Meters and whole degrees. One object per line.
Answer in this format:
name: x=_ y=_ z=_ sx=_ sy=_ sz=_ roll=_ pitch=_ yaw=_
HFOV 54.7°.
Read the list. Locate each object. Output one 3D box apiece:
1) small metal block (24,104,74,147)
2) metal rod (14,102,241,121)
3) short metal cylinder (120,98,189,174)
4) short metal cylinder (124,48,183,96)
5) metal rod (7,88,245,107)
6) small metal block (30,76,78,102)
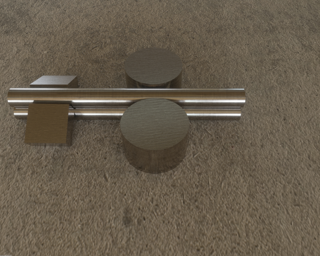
small metal block: x=-0.139 y=-0.003 z=0.393 sx=0.050 sy=0.025 sz=0.050 roll=1 pitch=77 yaw=0
metal rod: x=-0.043 y=-0.023 z=0.424 sx=0.302 sy=0.025 sz=0.025 roll=0 pitch=50 yaw=0
short metal cylinder: x=-0.006 y=0.009 z=0.380 sx=0.081 sy=0.050 sz=0.080 roll=0 pitch=50 yaw=0
short metal cylinder: x=-0.009 y=-0.072 z=0.448 sx=0.081 sy=0.050 sz=0.080 roll=0 pitch=50 yaw=0
metal rod: x=-0.042 y=-0.040 z=0.405 sx=0.302 sy=0.025 sz=0.025 roll=0 pitch=50 yaw=0
small metal block: x=-0.147 y=-0.056 z=0.438 sx=0.050 sy=0.025 sz=0.050 roll=0 pitch=23 yaw=0
